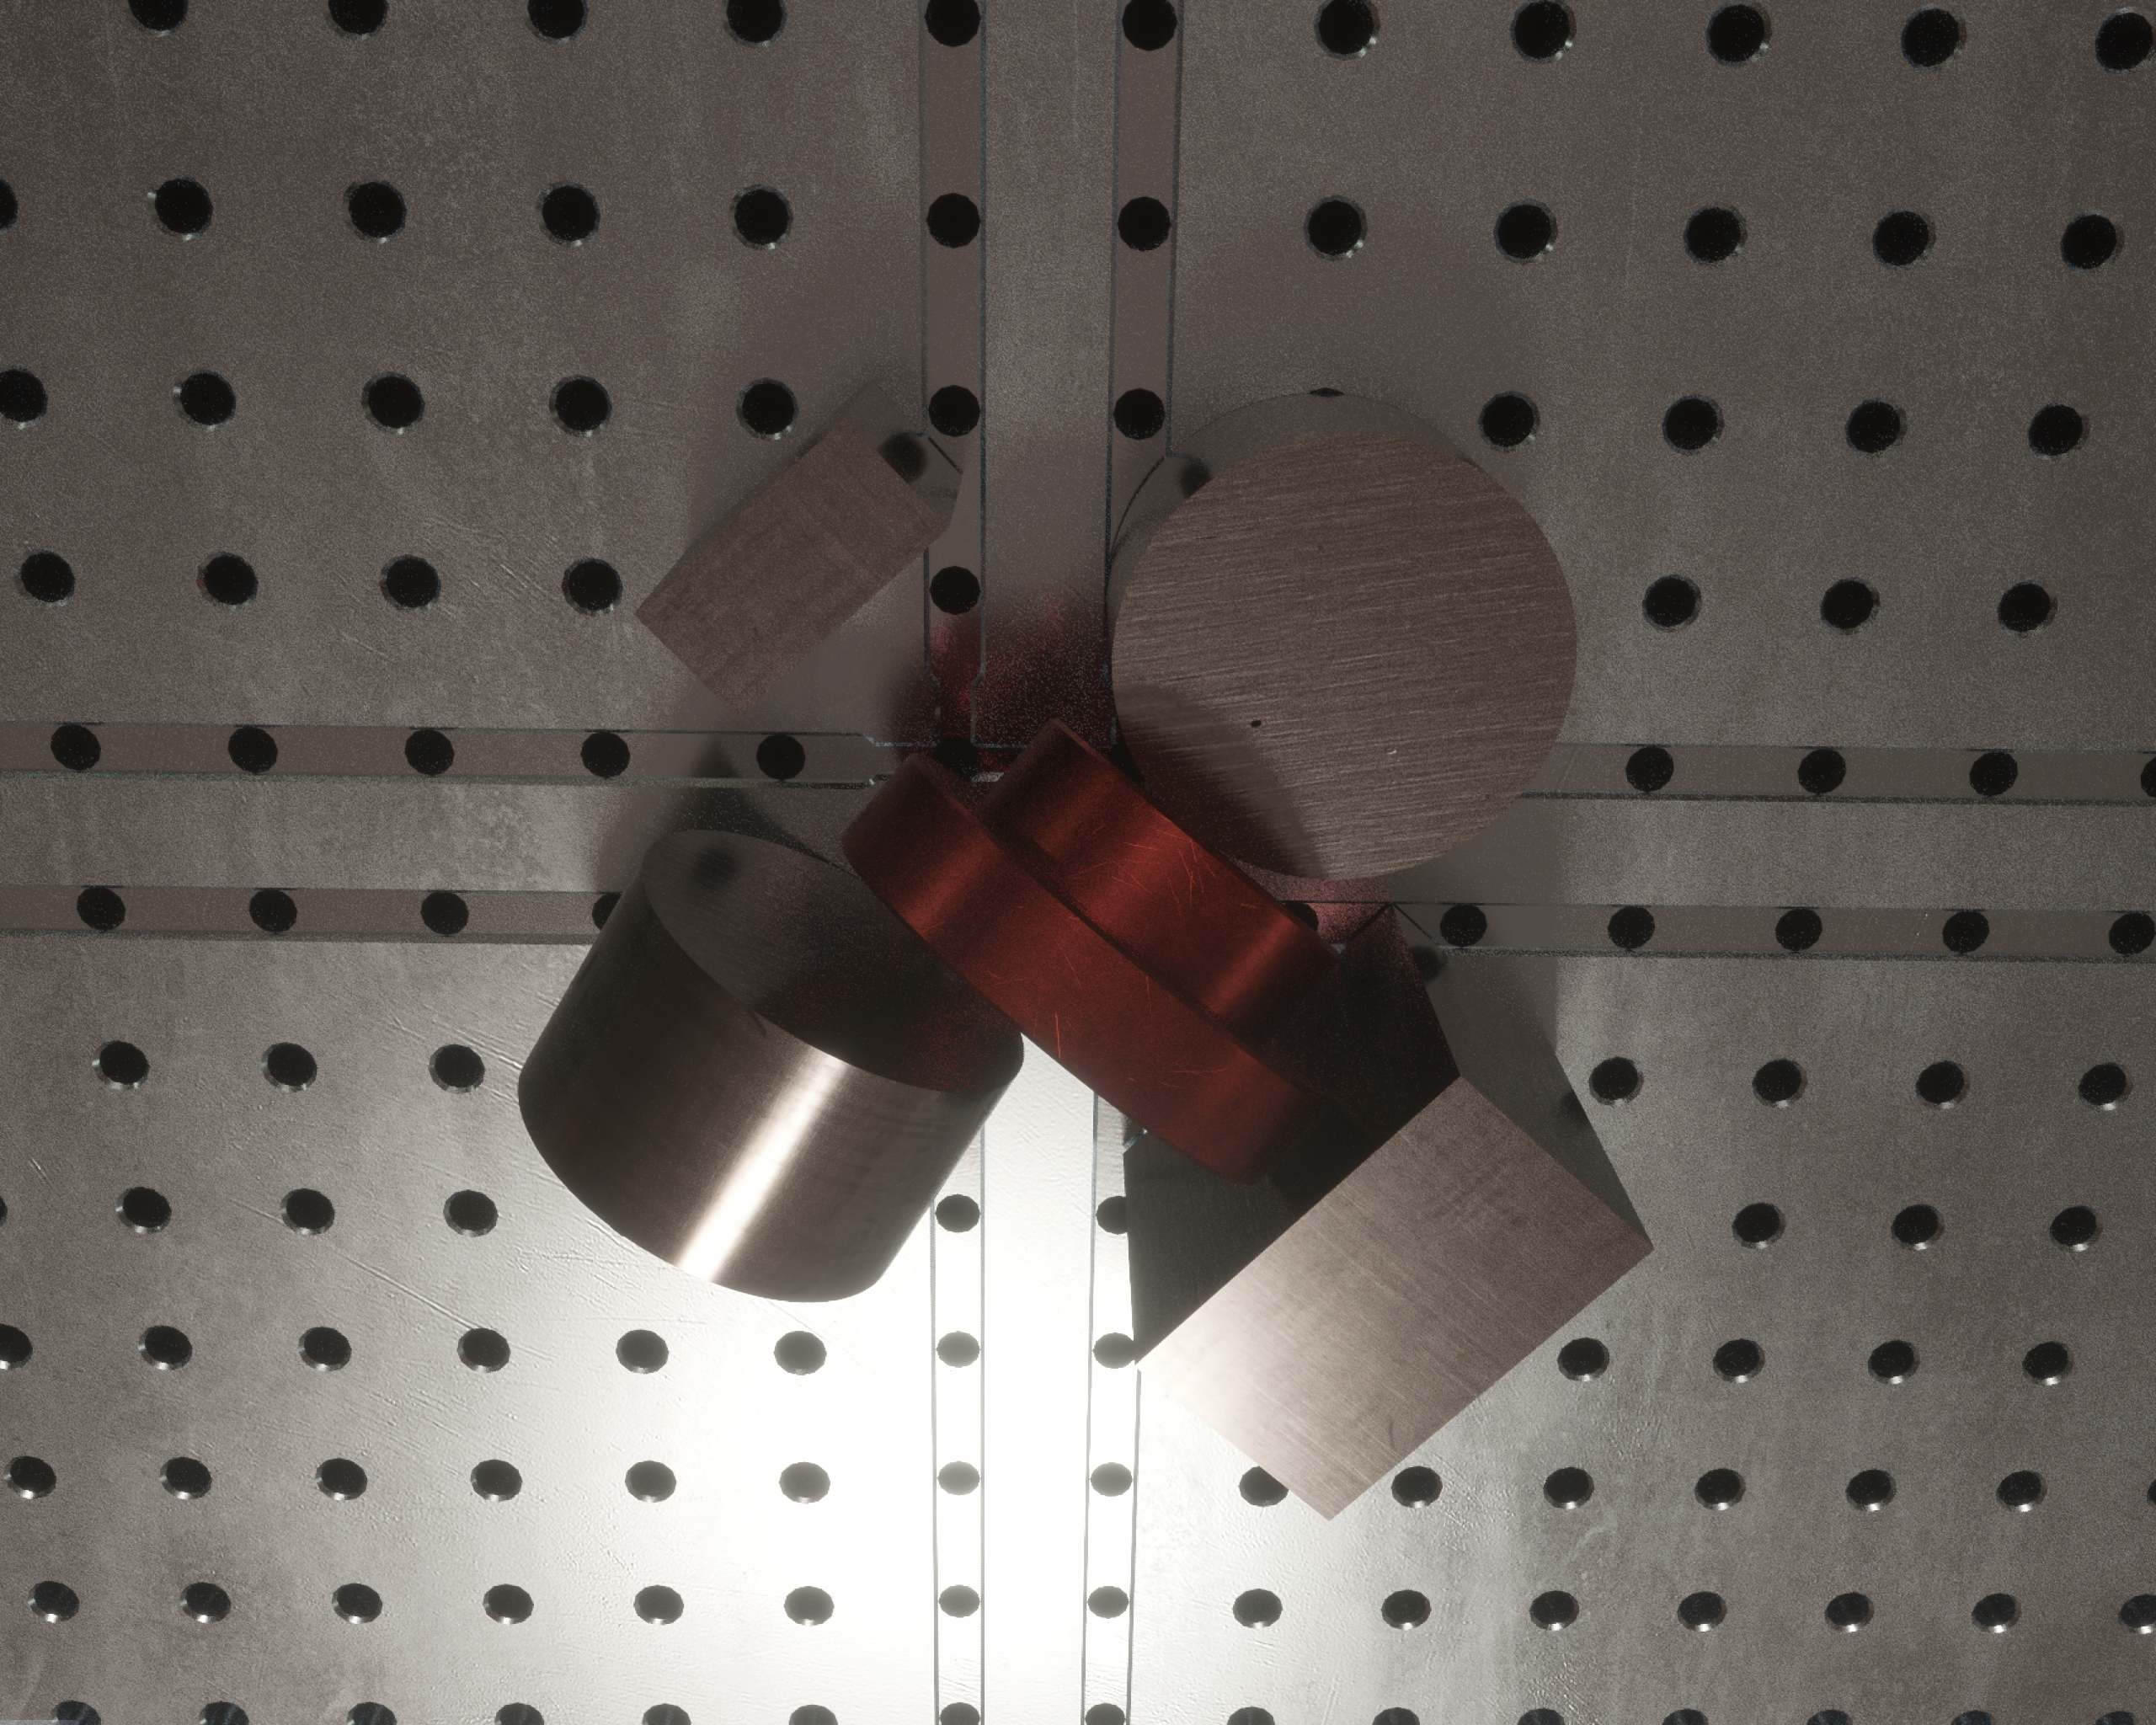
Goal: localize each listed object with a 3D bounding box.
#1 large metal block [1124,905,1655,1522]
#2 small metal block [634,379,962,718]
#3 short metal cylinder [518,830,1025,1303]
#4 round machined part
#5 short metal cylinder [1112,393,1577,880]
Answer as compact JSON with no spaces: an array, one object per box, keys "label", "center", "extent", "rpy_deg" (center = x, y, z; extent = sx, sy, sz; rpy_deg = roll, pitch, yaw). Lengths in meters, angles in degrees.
[{"label":"large metal block","center":[0.056,0.066,0.410],"extent":[0.050,0.080,0.080],"rpy_deg":[42,105,-14]},{"label":"small metal block","center":[-0.049,-0.058,0.378],"extent":[0.050,0.050,0.025],"rpy_deg":[-40,106,13]},{"label":"short metal cylinder","center":[-0.058,0.037,0.397],"extent":[0.080,0.080,0.050],"rpy_deg":[29,107,-11]},{"label":"round machined part","center":[0.008,0.011,0.379],"extent":[0.098,0.098,0.042],"rpy_deg":[39,93,-14]},{"label":"short metal cylinder","center":[0.046,-0.043,0.384],"extent":[0.081,0.050,0.079],"rpy_deg":[0,110,-1]}]
